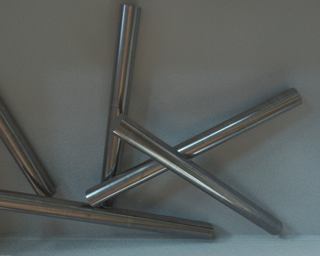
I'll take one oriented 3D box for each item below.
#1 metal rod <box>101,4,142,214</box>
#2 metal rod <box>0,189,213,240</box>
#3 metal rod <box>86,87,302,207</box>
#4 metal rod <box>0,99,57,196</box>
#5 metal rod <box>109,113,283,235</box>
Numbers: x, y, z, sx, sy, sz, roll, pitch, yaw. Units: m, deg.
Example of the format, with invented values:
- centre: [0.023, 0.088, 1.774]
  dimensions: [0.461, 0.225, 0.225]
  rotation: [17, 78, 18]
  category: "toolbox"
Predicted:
- centre: [-0.057, -0.003, 0.409]
  dimensions: [0.025, 0.025, 0.298]
  rotation: [8, 110, -3]
  category: "metal rod"
- centre: [-0.067, 0.123, 0.429]
  dimensions: [0.302, 0.025, 0.025]
  rotation: [14, 110, -16]
  category: "metal rod"
- centre: [0.041, 0.027, 0.406]
  dimensions: [0.301, 0.025, 0.025]
  rotation: [-27, 108, 3]
  category: "metal rod"
- centre: [-0.218, -0.032, 0.397]
  dimensions: [0.025, 0.025, 0.299]
  rotation: [-21, 109, 7]
  category: "metal rod"
- centre: [0.063, 0.072, 0.405]
  dimensions: [0.301, 0.025, 0.025]
  rotation: [35, 107, -25]
  category: "metal rod"
